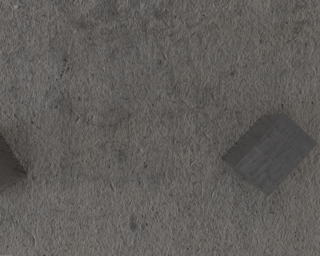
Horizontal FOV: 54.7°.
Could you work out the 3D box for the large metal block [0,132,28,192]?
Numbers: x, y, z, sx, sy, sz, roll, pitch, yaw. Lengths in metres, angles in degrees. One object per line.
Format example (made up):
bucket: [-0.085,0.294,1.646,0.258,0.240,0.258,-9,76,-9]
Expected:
large metal block: [-0.222,0.045,0.381,0.050,0.080,0.080,-32,90,0]

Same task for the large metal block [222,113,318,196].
large metal block: [0.130,0.029,0.383,0.050,0.080,0.080,43,90,0]
